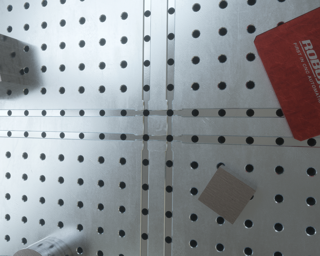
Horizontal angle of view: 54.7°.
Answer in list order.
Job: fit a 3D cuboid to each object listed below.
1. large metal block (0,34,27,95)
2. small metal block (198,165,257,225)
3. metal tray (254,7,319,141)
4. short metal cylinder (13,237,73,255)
[{"bbox_3d":[-0.271,-0.097,0.495,0.080,0.050,0.080,-16,85,19],"label":"large metal block"},{"bbox_3d":[0.084,0.081,0.383,0.050,0.025,0.050,34,101,16],"label":"small metal block"},{"bbox_3d":[0.173,-0.060,0.349,0.090,0.030,0.129,-22,83,18],"label":"metal tray"},{"bbox_3d":[-0.176,0.211,0.461,0.080,0.050,0.079,0,90,20],"label":"short metal cylinder"}]
